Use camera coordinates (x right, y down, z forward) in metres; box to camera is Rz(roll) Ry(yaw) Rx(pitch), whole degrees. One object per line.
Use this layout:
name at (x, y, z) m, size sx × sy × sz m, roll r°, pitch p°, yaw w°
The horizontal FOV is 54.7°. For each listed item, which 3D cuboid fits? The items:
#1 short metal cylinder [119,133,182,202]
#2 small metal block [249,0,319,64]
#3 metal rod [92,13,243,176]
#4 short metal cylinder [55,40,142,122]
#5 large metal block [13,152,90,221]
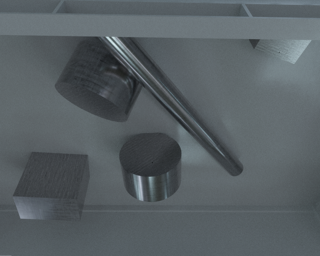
short metal cylinder at (-0.011, 0.051, 0.417) m, size 0.081 × 0.080 × 0.050 m, roll -2°, pitch 130°, yaw 1°
small metal block at (0.131, -0.102, 0.325) m, size 0.050 × 0.025 × 0.050 m, roll 15°, pitch 128°, yaw -13°
metal rod at (0.033, -0.012, 0.360) m, size 0.025 × 0.025 × 0.300 m, roll -27°, pitch 138°, yaw 20°
short metal cylinder at (-0.061, -0.047, 0.326) m, size 0.080 × 0.050 × 0.080 m, roll 21°, pitch 163°, yaw 7°
large metal block at (-0.149, 0.082, 0.441) m, size 0.081 × 0.080 × 0.050 m, roll 4°, pitch 130°, yaw -4°
